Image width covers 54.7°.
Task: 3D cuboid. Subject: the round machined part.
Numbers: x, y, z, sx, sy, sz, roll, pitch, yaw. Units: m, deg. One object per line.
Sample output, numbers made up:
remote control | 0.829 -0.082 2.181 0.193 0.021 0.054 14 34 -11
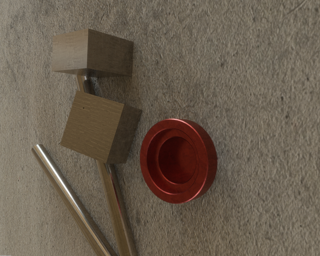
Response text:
round machined part | 0.026 0.038 0.371 0.098 0.042 0.097 0 90 39

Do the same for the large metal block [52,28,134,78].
large metal block | -0.096 -0.103 0.446 0.080 0.081 0.050 5 93 39

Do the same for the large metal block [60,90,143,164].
large metal block | -0.082 -0.001 0.434 0.080 0.050 0.080 18 91 25

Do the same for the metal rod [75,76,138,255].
metal rod | -0.083 0.055 0.470 0.025 0.025 0.299 -27 73 36

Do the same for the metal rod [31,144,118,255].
metal rod | -0.143 0.132 0.519 0.300 0.025 0.025 45 117 30
